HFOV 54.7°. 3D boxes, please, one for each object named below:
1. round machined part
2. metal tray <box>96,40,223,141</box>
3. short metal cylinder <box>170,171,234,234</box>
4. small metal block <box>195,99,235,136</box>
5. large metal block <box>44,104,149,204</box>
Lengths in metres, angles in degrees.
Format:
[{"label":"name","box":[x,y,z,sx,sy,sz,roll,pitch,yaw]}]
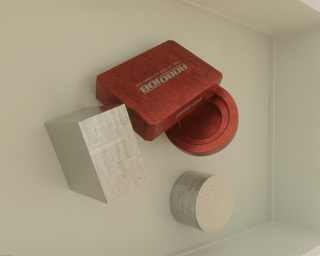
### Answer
[{"label":"round machined part","box":[0.056,-0.009,0.418,0.042,0.098,0.098,49,55,-67]},{"label":"metal tray","box":[0.001,-0.051,0.369,0.131,0.090,0.030,-36,156,-34]},{"label":"short metal cylinder","box":[0.060,0.104,0.444,0.081,0.050,0.079,0,90,-40]},{"label":"small metal block","box":[0.081,-0.015,0.458,0.025,0.050,0.050,6,86,-51]},{"label":"large metal block","box":[-0.066,0.023,0.317,0.050,0.080,0.080,-27,108,-37]}]
